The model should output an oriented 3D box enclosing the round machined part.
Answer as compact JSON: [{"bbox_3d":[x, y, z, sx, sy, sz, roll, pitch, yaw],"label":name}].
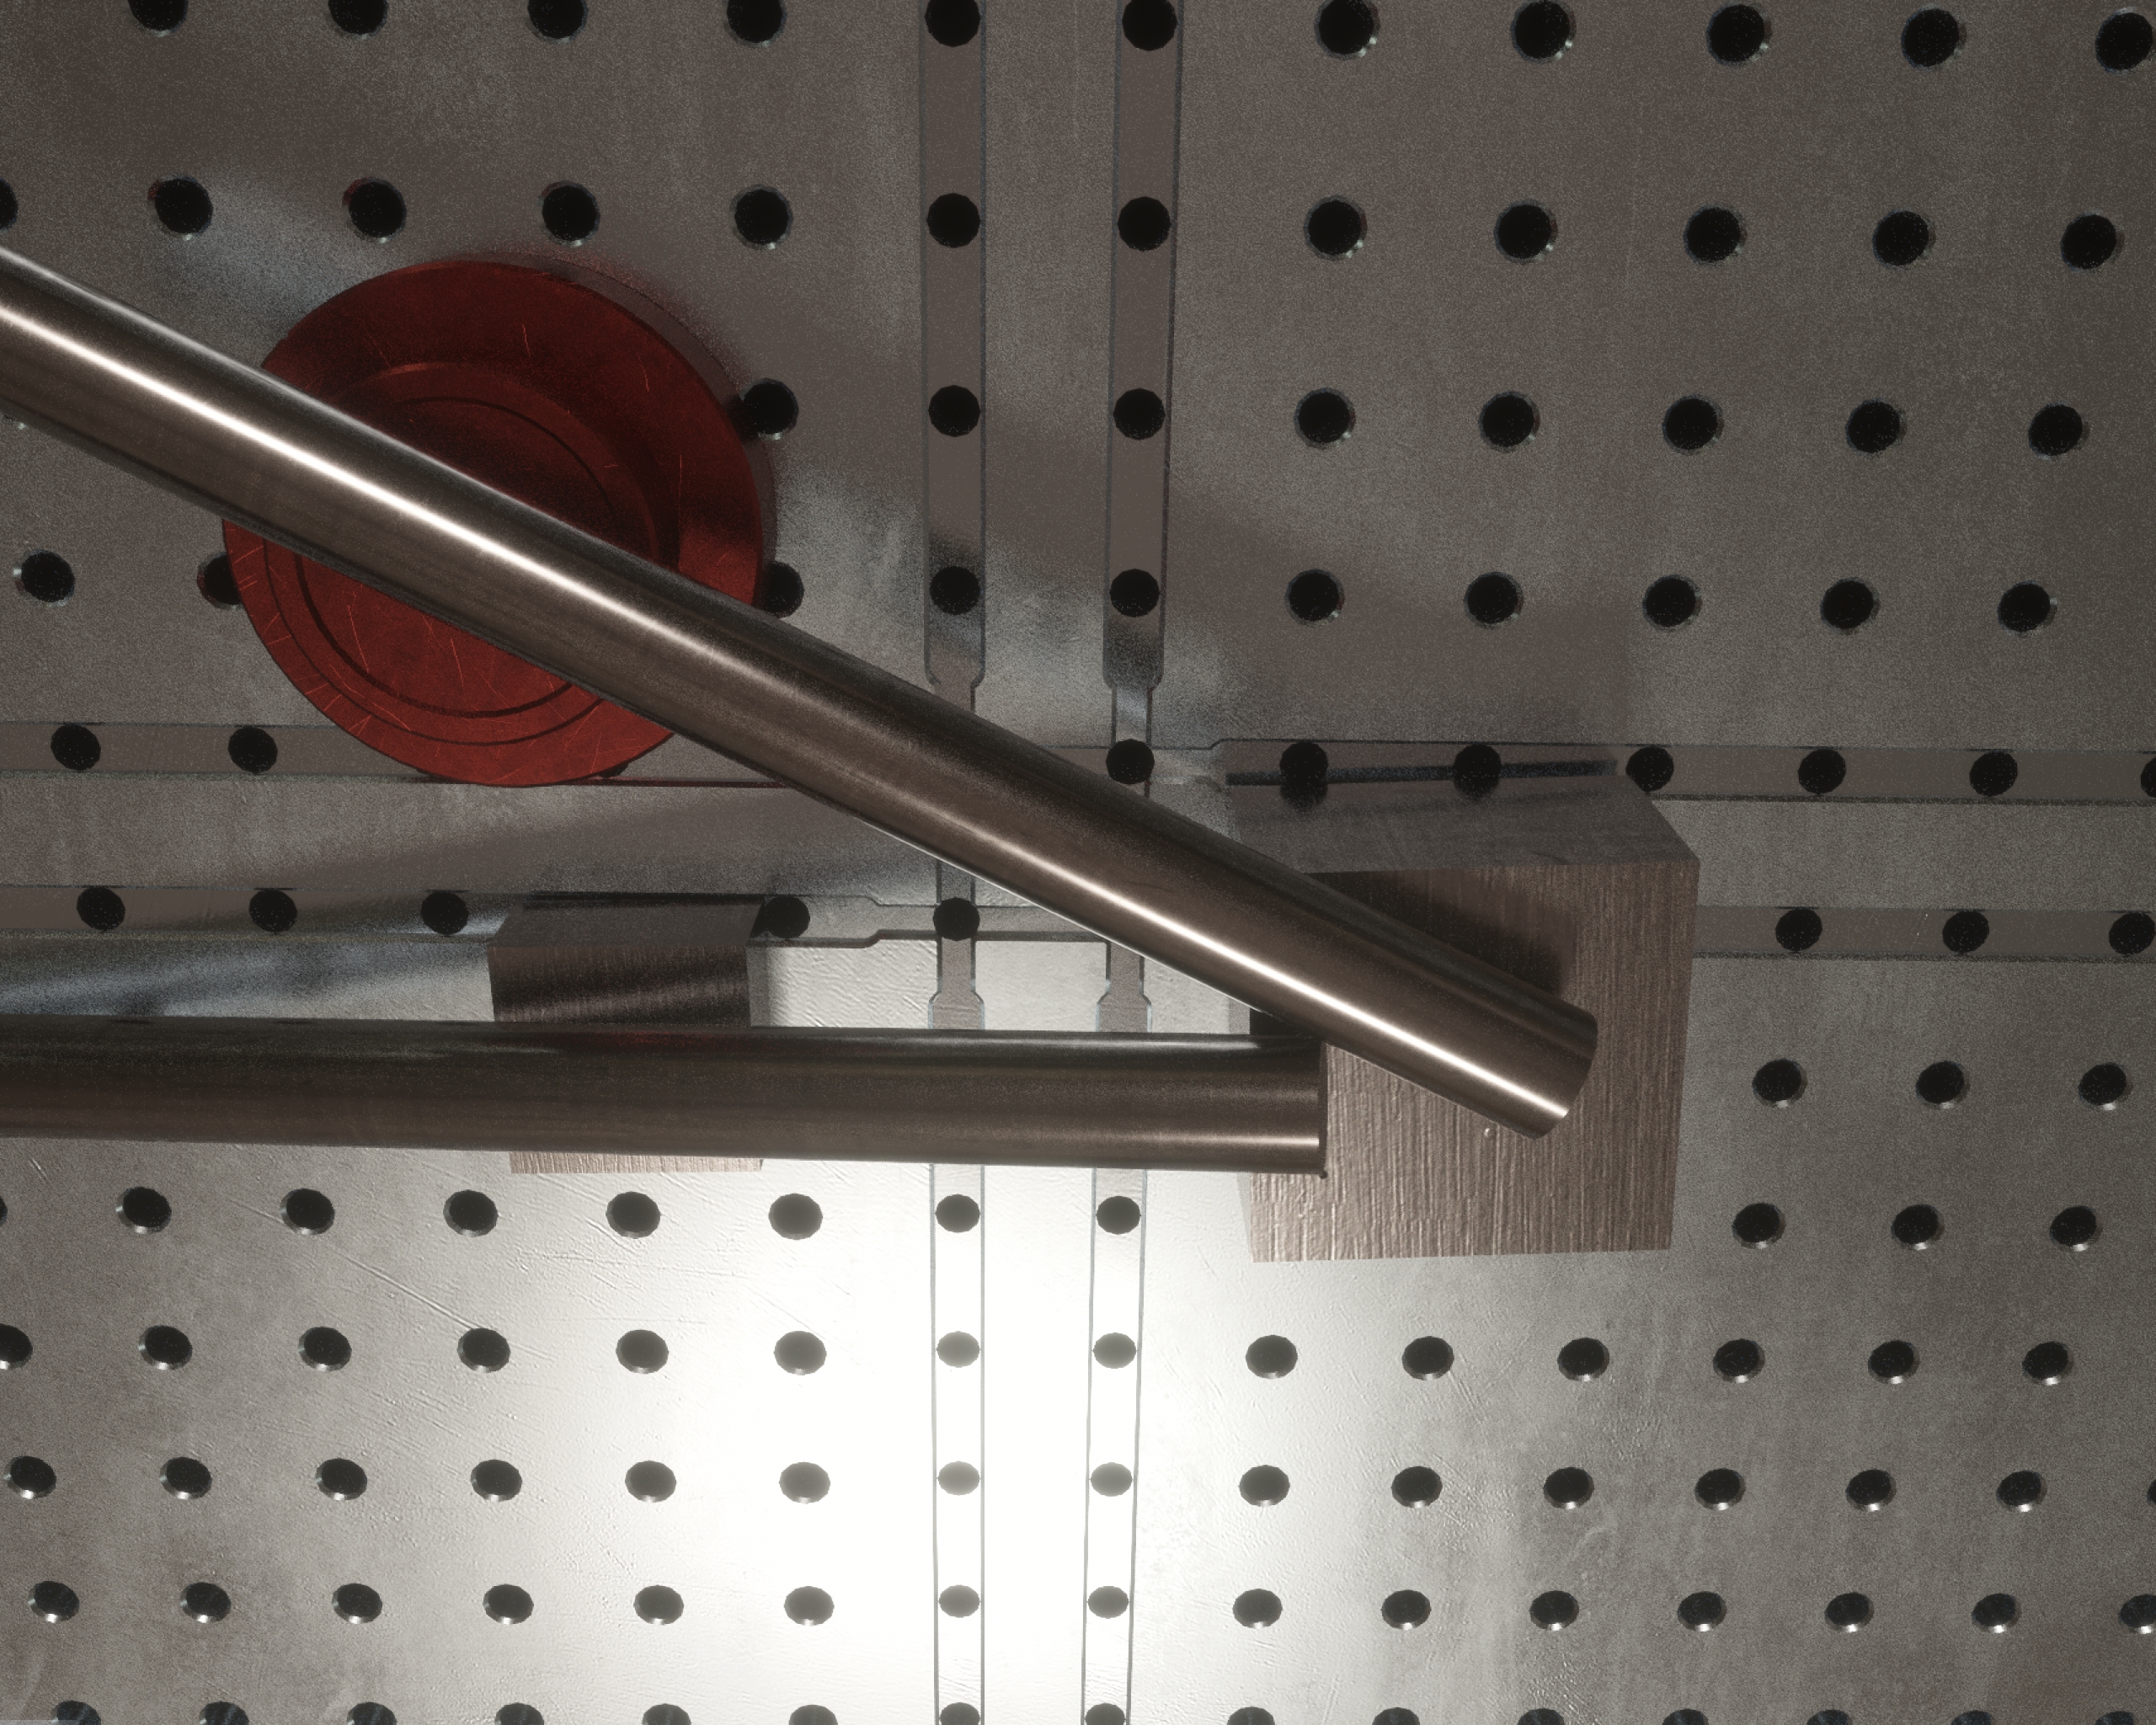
[{"bbox_3d":[-0.107,-0.059,0.381,0.099,0.042,0.097,0,110,-1],"label":"round machined part"}]

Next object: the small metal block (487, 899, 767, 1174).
[{"bbox_3d":[-0.090,0.035,0.426,0.050,0.025,0.050,0,110,-1],"label":"small metal block"}]

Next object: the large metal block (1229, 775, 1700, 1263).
[{"bbox_3d":[0.072,0.029,0.409,0.081,0.050,0.079,-2,110,0],"label":"large metal block"}]

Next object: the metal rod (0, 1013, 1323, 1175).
[{"bbox_3d":[-0.105,0.043,0.398,0.301,0.025,0.025,0,111,10],"label":"metal rod"}]

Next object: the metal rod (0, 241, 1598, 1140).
[{"bbox_3d":[-0.050,-0.027,0.351,0.301,0.025,0.025,26,108,-7],"label":"metal rod"}]
